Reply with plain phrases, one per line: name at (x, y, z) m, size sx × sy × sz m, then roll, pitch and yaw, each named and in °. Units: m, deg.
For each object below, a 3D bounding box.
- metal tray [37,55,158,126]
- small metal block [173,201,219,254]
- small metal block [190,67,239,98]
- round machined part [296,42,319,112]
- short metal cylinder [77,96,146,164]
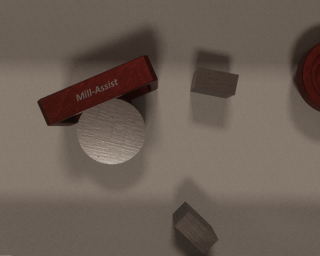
metal tray at (-0.068, -0.041, 0.378) m, size 0.131 × 0.090 × 0.030 m, roll -23°, pitch 90°, yaw 0°
small metal block at (0.044, 0.127, 0.400) m, size 0.050 × 0.050 × 0.025 m, roll 44°, pitch 90°, yaw -1°
small metal block at (0.069, -0.057, 0.400) m, size 0.050 × 0.050 × 0.025 m, roll 11°, pitch 90°, yaw -1°
round machined part at (0.227, -0.066, 0.404) m, size 0.099 × 0.042 × 0.097 m, roll 0°, pitch 89°, yaw 3°
short metal cylinder at (-0.059, 0.000, 0.392) m, size 0.081 × 0.050 × 0.079 m, roll -1°, pitch 99°, yaw -5°
